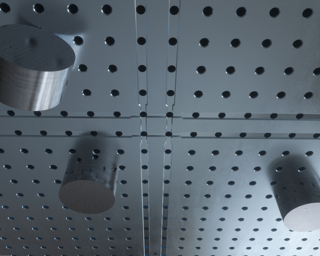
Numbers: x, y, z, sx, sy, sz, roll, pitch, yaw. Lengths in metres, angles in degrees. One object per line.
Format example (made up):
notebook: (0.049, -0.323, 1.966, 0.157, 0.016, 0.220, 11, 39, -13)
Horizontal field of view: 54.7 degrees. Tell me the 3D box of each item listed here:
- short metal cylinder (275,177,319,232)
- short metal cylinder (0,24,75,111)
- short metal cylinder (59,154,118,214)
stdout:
short metal cylinder: (0.235, 0.125, 0.504, 0.081, 0.050, 0.079, 0, 130, 0)
short metal cylinder: (-0.134, -0.063, 0.320, 0.081, 0.080, 0.050, 19, 128, -15)
short metal cylinder: (-0.105, 0.085, 0.467, 0.081, 0.050, 0.079, 0, 130, 0)
